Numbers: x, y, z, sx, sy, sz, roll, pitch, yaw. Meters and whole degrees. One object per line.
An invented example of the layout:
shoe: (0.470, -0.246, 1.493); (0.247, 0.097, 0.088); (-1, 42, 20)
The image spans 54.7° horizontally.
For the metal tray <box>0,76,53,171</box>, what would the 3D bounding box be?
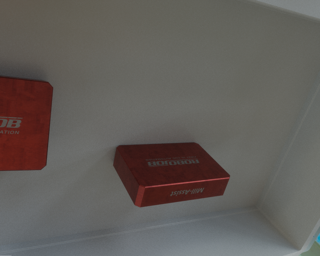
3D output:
metal tray: (-0.174, -0.006, 0.290); (0.131, 0.030, 0.089); (3, 99, -30)

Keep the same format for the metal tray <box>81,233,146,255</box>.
metal tray: (-0.056, 0.220, 0.450); (0.091, 0.130, 0.030); (-4, 120, -27)

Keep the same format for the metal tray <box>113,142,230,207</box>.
metal tray: (0.015, 0.056, 0.410); (0.131, 0.090, 0.030); (-1, 119, -29)
